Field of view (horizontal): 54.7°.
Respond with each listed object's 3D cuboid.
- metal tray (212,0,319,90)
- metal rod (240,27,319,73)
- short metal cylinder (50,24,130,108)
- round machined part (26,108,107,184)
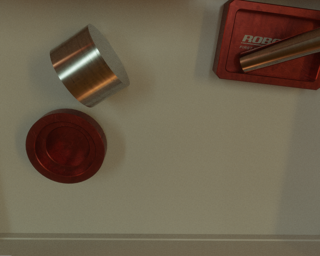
[{"bbox_3d":[0.137,-0.099,0.373,0.131,0.030,0.089,6,110,-3],"label":"metal tray"},{"bbox_3d":[0.221,-0.104,0.286,0.300,0.025,0.025,-12,113,35],"label":"metal rod"},{"bbox_3d":[-0.078,-0.070,0.355,0.050,0.080,0.080,-30,108,10],"label":"short metal cylinder"},{"bbox_3d":[-0.119,0.020,0.408,0.099,0.042,0.097,0,110,-1],"label":"round machined part"}]
